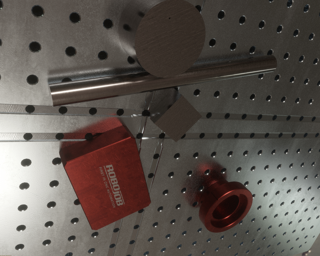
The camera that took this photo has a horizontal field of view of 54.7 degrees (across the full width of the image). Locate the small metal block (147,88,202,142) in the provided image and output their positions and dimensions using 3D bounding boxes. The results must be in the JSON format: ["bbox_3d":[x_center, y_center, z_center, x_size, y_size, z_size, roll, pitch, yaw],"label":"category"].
[{"bbox_3d":[0.020,-0.017,0.413,0.050,0.025,0.050,-46,130,3],"label":"small metal block"}]

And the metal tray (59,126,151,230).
[{"bbox_3d":[-0.068,0.070,0.415,0.091,0.030,0.129,-22,127,-16],"label":"metal tray"}]

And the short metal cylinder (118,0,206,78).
[{"bbox_3d":[0.001,-0.101,0.335,0.081,0.050,0.079,-14,125,-21],"label":"short metal cylinder"}]

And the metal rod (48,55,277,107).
[{"bbox_3d":[0.021,-0.063,0.385,0.303,0.025,0.025,-12,124,-22],"label":"metal rod"}]

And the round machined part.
[{"bbox_3d":[0.110,0.133,0.545,0.099,0.042,0.097,-14,125,-21],"label":"round machined part"}]
